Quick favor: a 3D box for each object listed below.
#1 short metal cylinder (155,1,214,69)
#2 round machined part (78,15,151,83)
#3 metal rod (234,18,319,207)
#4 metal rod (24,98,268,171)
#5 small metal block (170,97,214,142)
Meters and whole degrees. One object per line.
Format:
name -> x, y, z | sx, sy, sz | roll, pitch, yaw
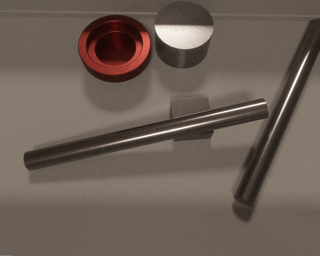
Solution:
short metal cylinder -> 0.033, -0.133, 0.445 | 0.081, 0.050, 0.080 | 0, 70, 0
round machined part -> -0.062, -0.107, 0.439 | 0.099, 0.042, 0.098 | 0, 70, -1
metal rod -> 0.173, -0.034, 0.423 | 0.025, 0.025, 0.300 | 27, 72, 9
metal rod -> -0.019, 0.009, 0.385 | 0.302, 0.025, 0.025 | -13, 71, 3
small metal block -> 0.041, -0.011, 0.414 | 0.050, 0.025, 0.050 | -5, 70, -2
